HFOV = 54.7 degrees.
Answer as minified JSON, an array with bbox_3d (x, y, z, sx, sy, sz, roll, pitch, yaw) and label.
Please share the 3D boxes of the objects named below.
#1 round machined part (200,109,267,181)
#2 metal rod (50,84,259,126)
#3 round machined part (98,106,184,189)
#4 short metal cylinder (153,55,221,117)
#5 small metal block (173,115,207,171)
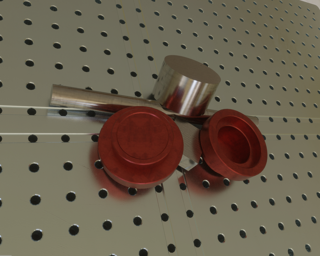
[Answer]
[{"bbox_3d":[0.095,0.026,0.425,0.099,0.042,0.098,15,57,-24],"label":"round machined part"},{"bbox_3d":[0.010,-0.022,0.423,0.302,0.025,0.025,7,59,-25],"label":"metal rod"},{"bbox_3d":[-0.021,0.016,0.355,0.099,0.042,0.098,3,64,-7],"label":"round machined part"},{"bbox_3d":[0.036,-0.059,0.424,0.081,0.050,0.080,17,30,-10],"label":"short metal cylinder"},{"bbox_3d":[0.030,0.020,0.407,0.050,0.025,0.050,32,52,-8],"label":"small metal block"}]
